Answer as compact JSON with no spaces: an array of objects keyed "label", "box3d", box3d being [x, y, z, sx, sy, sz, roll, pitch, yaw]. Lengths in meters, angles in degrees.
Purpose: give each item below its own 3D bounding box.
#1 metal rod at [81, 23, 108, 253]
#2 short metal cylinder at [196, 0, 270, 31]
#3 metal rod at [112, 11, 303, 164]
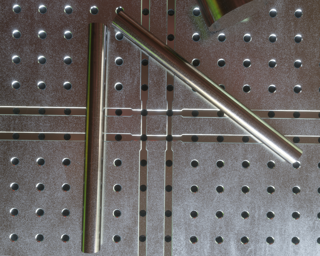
[{"label":"metal rod","box3d":[-0.087,0.013,0.412,0.025,0.025,0.298,2,90,0]},{"label":"short metal cylinder","box3d":[0.088,-0.163,0.386,0.080,0.080,0.050,-23,90,0]},{"label":"metal rod","box3d":[0.063,-0.054,0.413,0.300,0.025,0.025,38,90,0]}]
